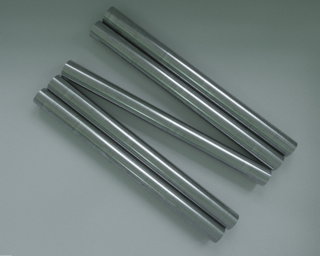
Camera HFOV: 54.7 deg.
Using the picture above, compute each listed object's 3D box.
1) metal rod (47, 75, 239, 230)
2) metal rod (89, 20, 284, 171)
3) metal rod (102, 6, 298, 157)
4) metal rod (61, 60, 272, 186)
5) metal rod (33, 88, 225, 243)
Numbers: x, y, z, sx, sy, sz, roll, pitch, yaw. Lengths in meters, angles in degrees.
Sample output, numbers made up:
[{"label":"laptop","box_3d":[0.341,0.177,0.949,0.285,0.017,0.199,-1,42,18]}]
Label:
[{"label":"metal rod","box_3d":[-0.022,0.032,0.410,0.300,0.025,0.025,38,90,0]},{"label":"metal rod","box_3d":[0.036,-0.042,0.410,0.301,0.025,0.025,36,90,0]},{"label":"metal rod","box_3d":[0.053,-0.061,0.410,0.301,0.025,0.025,36,90,0]},{"label":"metal rod","box_3d":[0.009,-0.006,0.410,0.301,0.025,0.025,29,90,0]},{"label":"metal rod","box_3d":[-0.040,0.049,0.410,0.300,0.025,0.025,38,90,0]}]
